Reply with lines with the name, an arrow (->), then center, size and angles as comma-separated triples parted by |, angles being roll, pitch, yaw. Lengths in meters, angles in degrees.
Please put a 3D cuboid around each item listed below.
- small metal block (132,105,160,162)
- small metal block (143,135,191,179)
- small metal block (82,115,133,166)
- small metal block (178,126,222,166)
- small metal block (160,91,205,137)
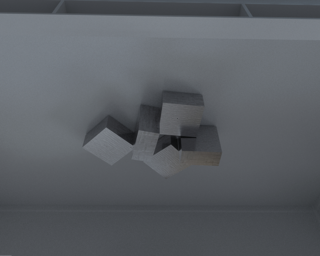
small metal block -> -0.018, 0.007, 0.395 | 0.025, 0.050, 0.050 | 10, 129, -9
small metal block -> 0.012, 0.040, 0.441 | 0.050, 0.025, 0.050 | -33, 123, 24
small metal block -> -0.068, 0.018, 0.421 | 0.050, 0.025, 0.050 | -37, 122, 27
small metal block -> 0.051, 0.022, 0.410 | 0.050, 0.050, 0.025 | 2, 130, -3
small metal block -> 0.025, -0.017, 0.393 | 0.050, 0.025, 0.050 | 5, 130, -5
